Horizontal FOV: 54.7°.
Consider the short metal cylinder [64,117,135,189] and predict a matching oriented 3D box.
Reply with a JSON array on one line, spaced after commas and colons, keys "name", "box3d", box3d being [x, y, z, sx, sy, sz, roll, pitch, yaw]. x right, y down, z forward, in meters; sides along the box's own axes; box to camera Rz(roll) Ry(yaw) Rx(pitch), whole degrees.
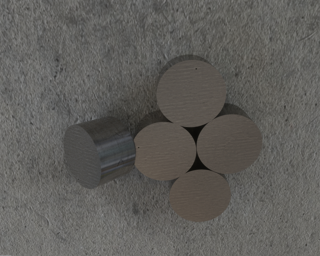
[{"name": "short metal cylinder", "box3d": [-0.076, 0.029, 0.386, 0.080, 0.050, 0.079, 17, 115, 41]}]

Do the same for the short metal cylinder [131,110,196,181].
[{"name": "short metal cylinder", "box3d": [0.005, 0.021, 0.405, 0.081, 0.050, 0.079, 0, 110, 0]}]

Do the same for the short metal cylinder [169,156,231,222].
[{"name": "short metal cylinder", "box3d": [0.053, 0.081, 0.428, 0.081, 0.050, 0.079, 0, 110, 0]}]

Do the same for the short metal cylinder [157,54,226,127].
[{"name": "short metal cylinder", "box3d": [0.036, -0.047, 0.380, 0.081, 0.050, 0.079, 0, 110, 0]}]

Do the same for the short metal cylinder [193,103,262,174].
[{"name": "short metal cylinder", "box3d": [0.085, 0.012, 0.403, 0.081, 0.050, 0.079, 0, 110, 0]}]
